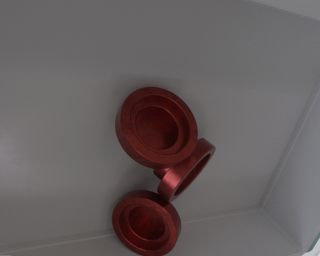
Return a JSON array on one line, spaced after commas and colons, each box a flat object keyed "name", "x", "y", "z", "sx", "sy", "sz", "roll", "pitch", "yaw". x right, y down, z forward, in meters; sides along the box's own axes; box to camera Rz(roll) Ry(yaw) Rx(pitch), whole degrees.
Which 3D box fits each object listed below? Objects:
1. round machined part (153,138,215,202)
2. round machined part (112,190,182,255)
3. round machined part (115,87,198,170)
[{"name": "round machined part", "x": 0.029, "y": 0.051, "z": 0.426, "sx": 0.098, "sy": 0.042, "sz": 0.098, "roll": -44, "pitch": 161, "yaw": -19}, {"name": "round machined part", "x": -0.016, "y": 0.132, "z": 0.448, "sx": 0.042, "sy": 0.098, "sz": 0.097, "roll": -44, "pitch": 152, "yaw": -63}, {"name": "round machined part", "x": -0.007, "y": 0.003, "z": 0.372, "sx": 0.099, "sy": 0.098, "sz": 0.042, "roll": 0, "pitch": 156, "yaw": -29}]
